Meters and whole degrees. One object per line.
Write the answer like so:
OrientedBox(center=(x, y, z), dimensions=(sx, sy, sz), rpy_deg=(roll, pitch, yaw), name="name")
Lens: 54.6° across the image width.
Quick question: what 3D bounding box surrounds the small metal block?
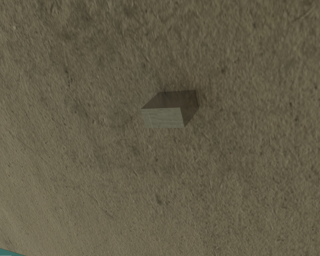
OrientedBox(center=(0.013, -0.023, 0.370), dimensions=(0.050, 0.050, 0.025), rpy_deg=(0, 118, 28), name="small metal block")
